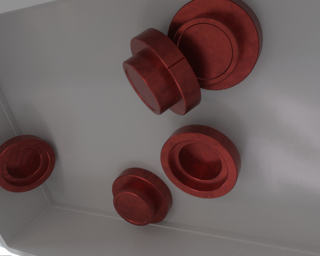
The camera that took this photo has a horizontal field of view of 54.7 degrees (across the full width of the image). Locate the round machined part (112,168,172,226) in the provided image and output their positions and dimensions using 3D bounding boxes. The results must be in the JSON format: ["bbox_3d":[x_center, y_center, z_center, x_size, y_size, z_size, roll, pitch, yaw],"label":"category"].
[{"bbox_3d":[-0.034,0.114,0.486,0.098,0.042,0.097,13,124,21],"label":"round machined part"}]

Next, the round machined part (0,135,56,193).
[{"bbox_3d":[-0.234,0.056,0.526,0.042,0.099,0.097,28,132,42],"label":"round machined part"}]

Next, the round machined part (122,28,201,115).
[{"bbox_3d":[-0.004,-0.053,0.333,0.098,0.042,0.098,51,168,15],"label":"round machined part"}]

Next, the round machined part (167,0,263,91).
[{"bbox_3d":[0.052,-0.083,0.319,0.098,0.042,0.097,13,124,21],"label":"round machined part"}]

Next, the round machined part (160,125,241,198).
[{"bbox_3d":[0.054,0.038,0.393,0.098,0.042,0.097,13,124,21],"label":"round machined part"}]
